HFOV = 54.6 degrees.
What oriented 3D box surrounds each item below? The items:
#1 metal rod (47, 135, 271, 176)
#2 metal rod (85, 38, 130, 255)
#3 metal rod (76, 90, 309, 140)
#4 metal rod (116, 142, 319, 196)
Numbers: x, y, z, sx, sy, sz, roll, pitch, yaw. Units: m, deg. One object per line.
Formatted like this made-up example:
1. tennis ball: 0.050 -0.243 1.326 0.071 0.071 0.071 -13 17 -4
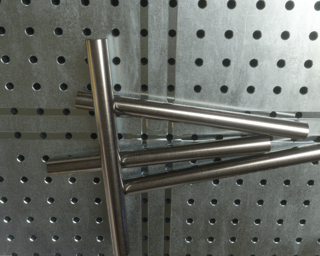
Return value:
1. metal rod: -0.003 0.038 0.427 0.301 0.025 0.025 -7 110 2
2. metal rod: -0.064 0.040 0.399 0.025 0.025 0.298 -3 110 1
3. metal rod: 0.044 -0.016 0.407 0.302 0.025 0.025 8 110 -3
4. metal rod: 0.084 0.059 0.435 0.301 0.025 0.025 -11 110 4
